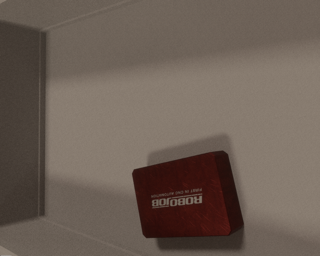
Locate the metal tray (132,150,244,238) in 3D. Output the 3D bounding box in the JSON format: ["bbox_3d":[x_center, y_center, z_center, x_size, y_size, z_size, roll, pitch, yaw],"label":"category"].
[{"bbox_3d":[0.028,0.084,0.379,0.130,0.030,0.090,-18,79,38],"label":"metal tray"}]
